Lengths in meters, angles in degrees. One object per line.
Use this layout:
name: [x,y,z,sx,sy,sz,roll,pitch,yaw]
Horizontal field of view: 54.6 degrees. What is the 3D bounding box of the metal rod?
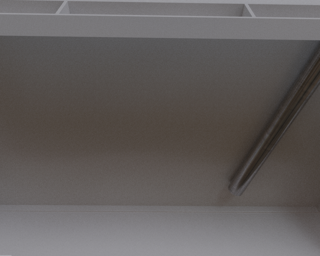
metal rod: [0.159,-0.012,0.399,0.025,0.025,0.298,12,129,-10]
